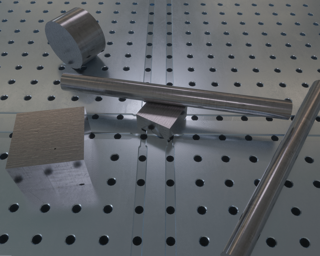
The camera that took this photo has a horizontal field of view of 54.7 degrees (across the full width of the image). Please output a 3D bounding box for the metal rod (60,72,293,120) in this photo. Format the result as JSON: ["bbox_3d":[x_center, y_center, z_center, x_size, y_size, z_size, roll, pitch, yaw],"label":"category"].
[{"bbox_3d":[0.017,-0.043,0.411,0.302,0.025,0.025,8,51,6],"label":"metal rod"}]

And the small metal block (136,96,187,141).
[{"bbox_3d":[0.003,-0.017,0.422,0.050,0.025,0.050,24,54,19],"label":"small metal block"}]

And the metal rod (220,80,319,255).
[{"bbox_3d":[0.154,0.034,0.380,0.025,0.025,0.301,28,55,21],"label":"metal rod"}]

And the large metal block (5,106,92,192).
[{"bbox_3d":[-0.127,0.024,0.370,0.081,0.050,0.080,-6,50,-6],"label":"large metal block"}]

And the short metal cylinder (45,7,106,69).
[{"bbox_3d":[-0.133,-0.141,0.490,0.080,0.080,0.050,30,56,23],"label":"short metal cylinder"}]
